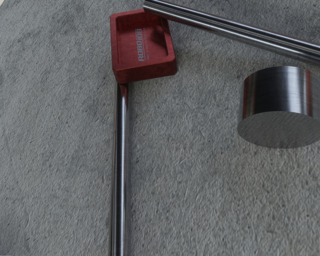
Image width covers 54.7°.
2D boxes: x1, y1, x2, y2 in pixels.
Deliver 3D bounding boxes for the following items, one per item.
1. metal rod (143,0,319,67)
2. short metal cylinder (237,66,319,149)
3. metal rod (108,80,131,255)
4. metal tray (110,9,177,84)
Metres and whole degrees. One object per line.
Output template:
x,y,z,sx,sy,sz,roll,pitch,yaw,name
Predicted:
0.096,-0.131,0.411,0.300,0.025,0.025,29,78,30,metal rod
0.122,-0.018,0.316,0.080,0.080,0.050,-2,61,27,short metal cylinder
-0.051,0.037,0.407,0.025,0.025,0.299,-16,55,19,metal rod
-0.028,-0.132,0.479,0.091,0.030,0.130,-9,56,1,metal tray
